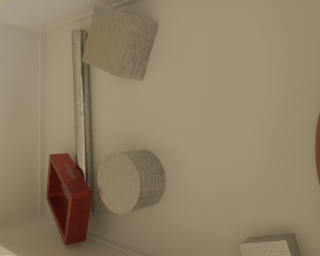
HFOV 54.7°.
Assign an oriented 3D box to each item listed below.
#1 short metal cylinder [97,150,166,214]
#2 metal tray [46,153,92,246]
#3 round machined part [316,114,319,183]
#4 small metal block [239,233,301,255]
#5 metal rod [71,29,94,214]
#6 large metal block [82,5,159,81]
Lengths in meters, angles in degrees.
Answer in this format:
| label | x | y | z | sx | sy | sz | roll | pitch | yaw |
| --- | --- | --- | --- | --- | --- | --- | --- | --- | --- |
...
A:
| label | x | y | z | sx | sy | sz | roll | pitch | yaw |
| --- | --- | --- | --- | --- | --- | --- | --- | --- | --- |
| short metal cylinder | -0.039 | 0.071 | 0.421 | 0.080 | 0.050 | 0.079 | 0 | 90 | 39 |
| metal tray | -0.148 | 0.108 | 0.492 | 0.130 | 0.030 | 0.089 | 37 | 121 | 51 |
| round machined part | 0.157 | 0.018 | 0.238 | 0.042 | 0.098 | 0.097 | 1 | 91 | 11 |
| small metal block | 0.114 | 0.137 | 0.311 | 0.050 | 0.025 | 0.050 | -22 | 76 | 37 |
| metal rod | -0.127 | -0.011 | 0.508 | 0.025 | 0.025 | 0.298 | -4 | 87 | 39 |
| large metal block | -0.057 | -0.119 | 0.436 | 0.080 | 0.050 | 0.079 | 28 | 107 | 36 |
